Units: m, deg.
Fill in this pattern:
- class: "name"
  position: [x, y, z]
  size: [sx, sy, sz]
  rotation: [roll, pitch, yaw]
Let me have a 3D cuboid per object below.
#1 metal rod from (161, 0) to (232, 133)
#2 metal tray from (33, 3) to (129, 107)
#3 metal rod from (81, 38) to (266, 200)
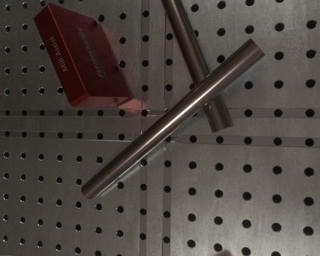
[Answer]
- class: "metal rod"
  position: [0.026, -0.137, 0.402]
  size: [0.025, 0.025, 0.299]
  rotation: [-22, 83, 18]
- class: "metal tray"
  position: [-0.100, -0.092, 0.410]
  size: [0.030, 0.090, 0.130]
  rotation: [-29, 81, 27]
- class: "metal rod"
  position: [0.002, 0.002, 0.392]
  size: [0.299, 0.025, 0.025]
  rotation: [-41, 77, 22]
